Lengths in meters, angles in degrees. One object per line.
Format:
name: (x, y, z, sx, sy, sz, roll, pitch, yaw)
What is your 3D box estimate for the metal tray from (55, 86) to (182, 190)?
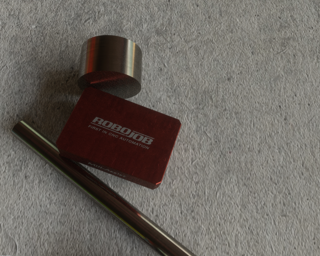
metal tray: (-0.049, 0.012, 0.387, 0.131, 0.030, 0.090, 21, 65, 0)

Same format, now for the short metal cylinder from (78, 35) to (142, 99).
short metal cylinder: (-0.064, -0.077, 0.407, 0.081, 0.080, 0.050, 0, 70, 0)

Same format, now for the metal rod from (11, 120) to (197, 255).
metal rod: (-0.064, 0.085, 0.376, 0.300, 0.025, 0.025, 35, 74, 12)
